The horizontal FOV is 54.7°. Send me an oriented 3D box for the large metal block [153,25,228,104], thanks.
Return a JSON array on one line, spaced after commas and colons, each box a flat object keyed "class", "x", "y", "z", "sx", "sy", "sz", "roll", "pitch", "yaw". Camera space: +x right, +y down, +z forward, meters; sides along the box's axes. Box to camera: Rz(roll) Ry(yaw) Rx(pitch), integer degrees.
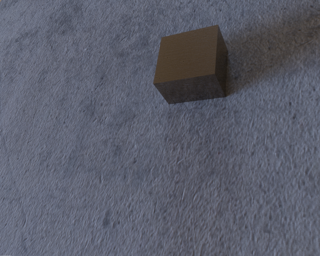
[{"class": "large metal block", "x": 0.043, "y": -0.083, "z": 0.415, "sx": 0.080, "sy": 0.050, "sz": 0.080, "roll": -5, "pitch": 59, "yaw": 25}]
